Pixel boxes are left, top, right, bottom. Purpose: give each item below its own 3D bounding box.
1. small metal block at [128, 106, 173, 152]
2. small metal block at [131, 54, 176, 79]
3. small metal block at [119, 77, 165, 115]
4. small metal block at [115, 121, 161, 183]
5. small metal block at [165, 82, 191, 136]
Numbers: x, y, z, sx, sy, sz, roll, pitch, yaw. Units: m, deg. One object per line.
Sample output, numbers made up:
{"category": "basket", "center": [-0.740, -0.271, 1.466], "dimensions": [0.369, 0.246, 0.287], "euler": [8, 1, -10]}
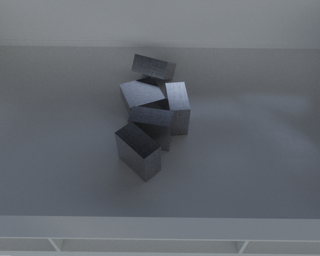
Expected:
{"category": "small metal block", "center": [-0.011, 0.002, 0.387], "dimensions": [0.050, 0.050, 0.025], "euler": [8, 51, 7]}
{"category": "small metal block", "center": [-0.008, -0.091, 0.465], "dimensions": [0.050, 0.025, 0.050], "euler": [17, 13, 14]}
{"category": "small metal block", "center": [-0.025, -0.043, 0.441], "dimensions": [0.050, 0.025, 0.050], "euler": [-17, 52, -14]}
{"category": "small metal block", "center": [-0.025, 0.029, 0.365], "dimensions": [0.025, 0.050, 0.050], "euler": [-37, 59, -26]}
{"category": "small metal block", "center": [0.022, -0.025, 0.410], "dimensions": [0.025, 0.050, 0.050], "euler": [-4, 50, -4]}
